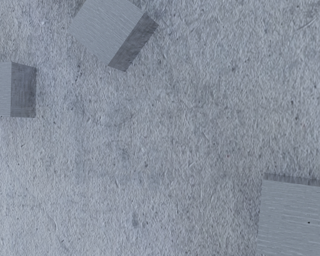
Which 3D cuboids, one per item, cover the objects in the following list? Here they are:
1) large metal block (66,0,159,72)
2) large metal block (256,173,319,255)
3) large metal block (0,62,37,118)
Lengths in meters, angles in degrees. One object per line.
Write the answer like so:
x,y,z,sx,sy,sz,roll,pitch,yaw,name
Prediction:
-0.063,-0.135,0.418,0.080,0.050,0.080,41,103,15,large metal block
0.153,0.098,0.342,0.080,0.050,0.079,5,92,20,large metal block
-0.243,-0.057,0.482,0.080,0.050,0.079,2,91,20,large metal block
